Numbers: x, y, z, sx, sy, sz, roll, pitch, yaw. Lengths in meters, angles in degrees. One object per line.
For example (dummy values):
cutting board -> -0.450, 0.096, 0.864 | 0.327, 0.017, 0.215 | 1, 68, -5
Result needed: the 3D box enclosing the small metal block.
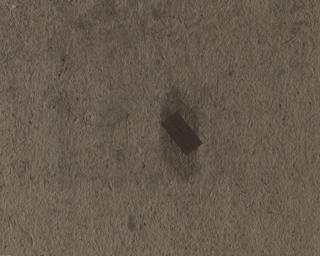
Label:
small metal block -> 0.026, 0.006, 0.398 | 0.025, 0.050, 0.050 | -39, 91, 0
